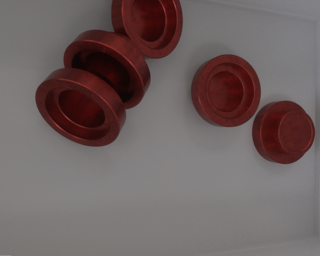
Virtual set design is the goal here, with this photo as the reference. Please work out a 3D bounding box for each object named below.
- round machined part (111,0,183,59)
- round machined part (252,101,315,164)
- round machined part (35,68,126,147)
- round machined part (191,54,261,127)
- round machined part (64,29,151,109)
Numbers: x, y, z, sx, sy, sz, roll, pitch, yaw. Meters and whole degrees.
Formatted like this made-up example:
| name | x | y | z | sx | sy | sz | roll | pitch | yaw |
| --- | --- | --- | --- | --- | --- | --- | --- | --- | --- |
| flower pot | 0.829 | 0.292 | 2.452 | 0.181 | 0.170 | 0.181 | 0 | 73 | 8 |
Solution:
| name | x | y | z | sx | sy | sz | roll | pitch | yaw |
| --- | --- | --- | --- | --- | --- | --- | --- | --- | --- |
| round machined part | -0.020 | -0.134 | 0.381 | 0.099 | 0.042 | 0.097 | -9 | 103 | -44 |
| round machined part | 0.195 | 0.007 | 0.473 | 0.099 | 0.042 | 0.097 | 0 | 90 | -20 |
| round machined part | -0.084 | -0.027 | 0.349 | 0.098 | 0.098 | 0.042 | 38 | 46 | -16 |
| round machined part | 0.088 | -0.050 | 0.433 | 0.099 | 0.042 | 0.097 | 0 | 90 | -20 |
| round machined part | -0.056 | -0.070 | 0.357 | 0.098 | 0.098 | 0.042 | 38 | 52 | -16 |
